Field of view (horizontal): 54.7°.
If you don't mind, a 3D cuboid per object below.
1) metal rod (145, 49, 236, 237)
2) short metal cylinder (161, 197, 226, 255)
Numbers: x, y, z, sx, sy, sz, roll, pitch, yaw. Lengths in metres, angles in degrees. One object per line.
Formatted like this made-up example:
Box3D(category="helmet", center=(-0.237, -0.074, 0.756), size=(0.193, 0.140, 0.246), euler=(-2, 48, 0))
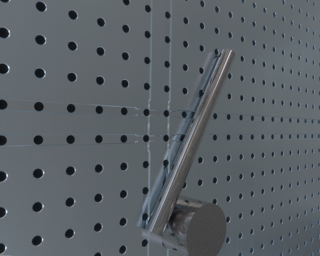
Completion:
Box3D(category="metal rod", center=(0.051, 0.008, 0.452), size=(0.025, 0.025, 0.300), euler=(38, 67, -34))
Box3D(category="short metal cylinder", center=(0.048, 0.141, 0.434), size=(0.081, 0.050, 0.079), euler=(0, 91, -40))
